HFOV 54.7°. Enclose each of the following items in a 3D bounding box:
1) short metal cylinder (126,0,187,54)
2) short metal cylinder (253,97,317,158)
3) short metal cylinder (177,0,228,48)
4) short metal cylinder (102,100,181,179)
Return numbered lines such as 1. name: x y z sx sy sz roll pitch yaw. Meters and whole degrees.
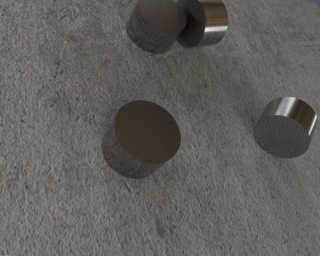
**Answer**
1. short metal cylinder: -0.006 -0.163 0.484 0.081 0.050 0.080 14 56 -21
2. short metal cylinder: 0.190 0.000 0.471 0.080 0.080 0.050 42 51 0
3. short metal cylinder: 0.064 -0.174 0.509 0.050 0.080 0.080 -16 70 -34
4. short metal cylinder: -0.023 0.014 0.367 0.081 0.050 0.080 14 56 -21
